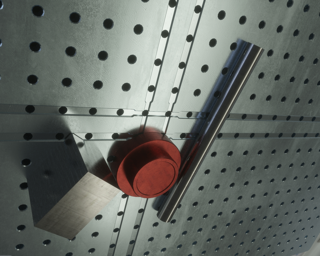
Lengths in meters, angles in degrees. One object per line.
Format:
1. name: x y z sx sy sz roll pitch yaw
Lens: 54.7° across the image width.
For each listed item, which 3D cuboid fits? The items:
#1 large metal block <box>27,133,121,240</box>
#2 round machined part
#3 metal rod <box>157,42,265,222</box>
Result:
1. large metal block: -0.103 0.066 0.361 0.080 0.080 0.050 -45 130 3
2. round machined part: -0.013 0.058 0.431 0.099 0.042 0.097 -14 125 -21
3. metal rod: 0.067 0.018 0.461 0.025 0.025 0.298 13 112 -34
